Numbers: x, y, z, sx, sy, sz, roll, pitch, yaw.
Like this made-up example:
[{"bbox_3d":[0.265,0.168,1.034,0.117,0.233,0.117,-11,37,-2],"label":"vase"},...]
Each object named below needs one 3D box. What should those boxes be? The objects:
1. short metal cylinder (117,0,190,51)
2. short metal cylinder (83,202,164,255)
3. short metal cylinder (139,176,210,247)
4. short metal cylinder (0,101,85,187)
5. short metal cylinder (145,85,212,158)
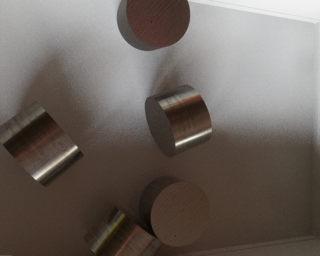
[{"bbox_3d":[-0.009,-0.140,0.389,0.081,0.050,0.079,-3,99,-20],"label":"short metal cylinder"},{"bbox_3d":[-0.042,0.132,0.367,0.080,0.080,0.050,42,77,-16],"label":"short metal cylinder"},{"bbox_3d":[0.018,0.106,0.405,0.081,0.050,0.079,0,90,-21],"label":"short metal cylinder"},{"bbox_3d":[-0.128,0.017,0.334,0.050,0.080,0.080,-41,104,-15],"label":"short metal cylinder"},{"bbox_3d":[0.021,-0.009,0.390,0.050,0.080,0.080,-21,98,-19],"label":"short metal cylinder"}]
